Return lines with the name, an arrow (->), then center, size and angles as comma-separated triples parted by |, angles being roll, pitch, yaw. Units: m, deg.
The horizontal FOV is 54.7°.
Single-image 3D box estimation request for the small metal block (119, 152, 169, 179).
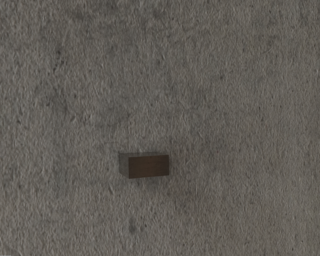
small metal block -> -0.021, 0.045, 0.389 | 0.050, 0.050, 0.025 | -2, 91, -20
